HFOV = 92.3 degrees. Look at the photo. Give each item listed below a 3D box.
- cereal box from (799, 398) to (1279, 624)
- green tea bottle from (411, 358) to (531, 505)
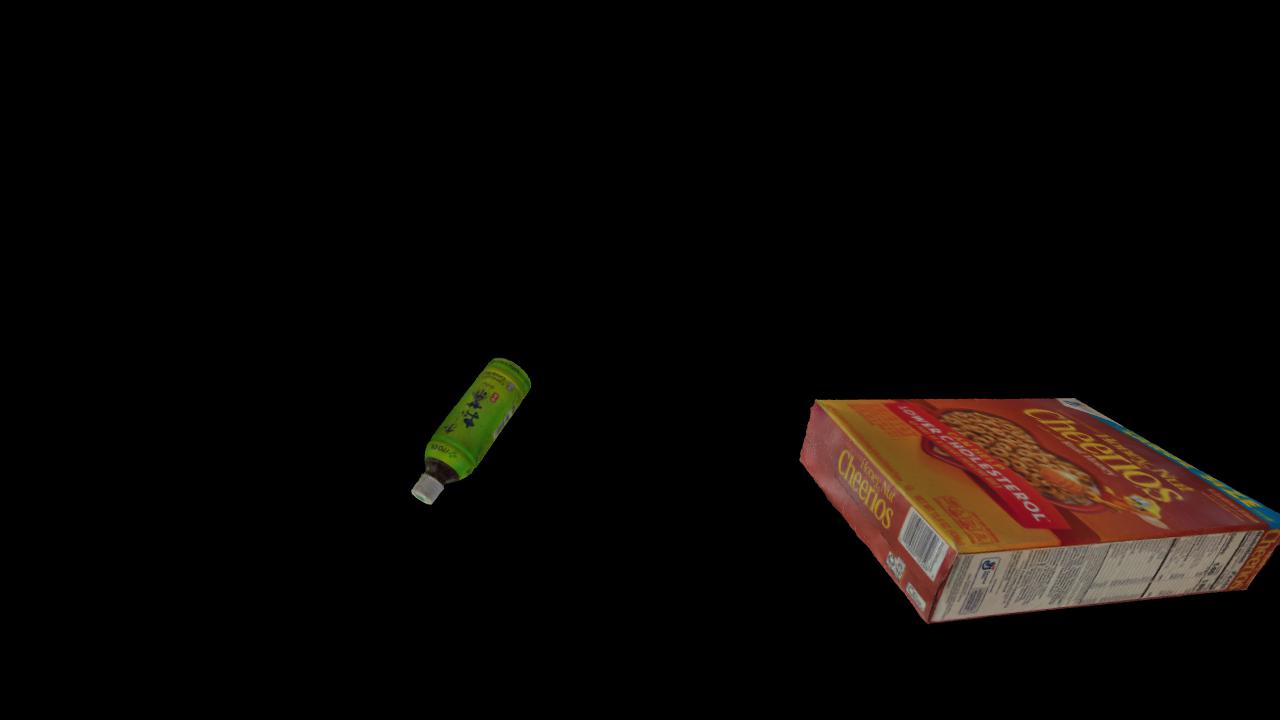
[{"bbox_3d":[0.322,0.108,0.526,0.306,0.081,0.203,0,25,-13],"label":"cereal box"},{"bbox_3d":[-0.222,0.093,0.808,0.073,0.212,0.073,17,-37,14],"label":"green tea bottle"}]
